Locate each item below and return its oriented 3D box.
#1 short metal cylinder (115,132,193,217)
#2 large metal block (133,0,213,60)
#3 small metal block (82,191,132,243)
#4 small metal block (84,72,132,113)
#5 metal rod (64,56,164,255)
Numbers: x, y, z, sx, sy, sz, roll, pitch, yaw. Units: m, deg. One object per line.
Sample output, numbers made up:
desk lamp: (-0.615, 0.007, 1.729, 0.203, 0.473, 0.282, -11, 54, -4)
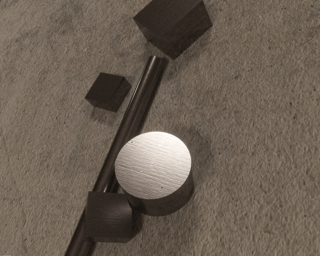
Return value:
short metal cylinder: (-0.004, 0.051, 0.344, 0.080, 0.050, 0.080, -4, 54, 6)
large metal block: (0.019, -0.164, 0.477, 0.080, 0.050, 0.080, -43, 51, -2)
small metal block: (-0.059, 0.102, 0.354, 0.050, 0.025, 0.050, 8, 57, -15)
small metal block: (-0.080, -0.056, 0.478, 0.050, 0.025, 0.050, 16, 70, 34)
metal rod: (-0.054, 0.030, 0.412, 0.025, 0.025, 0.300, 7, 65, 31)
